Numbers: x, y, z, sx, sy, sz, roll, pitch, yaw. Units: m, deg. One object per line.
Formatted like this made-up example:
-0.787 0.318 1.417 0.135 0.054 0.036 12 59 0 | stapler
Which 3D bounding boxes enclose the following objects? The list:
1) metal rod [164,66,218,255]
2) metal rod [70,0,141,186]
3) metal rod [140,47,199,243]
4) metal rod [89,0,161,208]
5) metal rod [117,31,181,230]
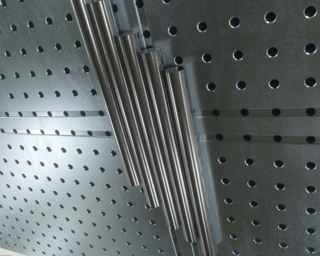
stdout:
0.048 0.063 0.423 0.025 0.025 0.298 1 119 27 | metal rod
-0.068 -0.048 0.415 0.025 0.025 0.298 1 119 27 | metal rod
0.020 0.040 0.424 0.025 0.025 0.298 1 119 27 | metal rod
-0.038 -0.015 0.419 0.025 0.025 0.298 1 119 27 | metal rod
-0.007 0.021 0.425 0.025 0.025 0.298 1 119 27 | metal rod
